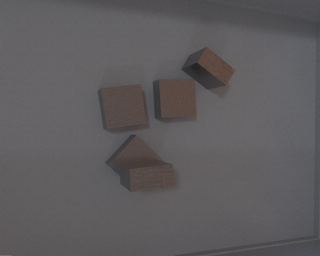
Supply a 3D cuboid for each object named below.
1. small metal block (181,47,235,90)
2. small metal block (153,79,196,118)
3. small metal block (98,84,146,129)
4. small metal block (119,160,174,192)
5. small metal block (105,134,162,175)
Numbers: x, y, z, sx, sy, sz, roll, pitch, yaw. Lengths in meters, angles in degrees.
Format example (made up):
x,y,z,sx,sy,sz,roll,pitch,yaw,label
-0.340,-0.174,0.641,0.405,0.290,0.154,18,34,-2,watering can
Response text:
x,y,z,sx,sy,sz,roll,pitch,yaw,label
0.064,-0.079,0.421,0.050,0.050,0.025,34,79,-17,small metal block
0.020,-0.039,0.418,0.050,0.025,0.050,-4,92,-20,small metal block
-0.048,-0.027,0.393,0.050,0.025,0.050,-9,93,-20,small metal block
-0.017,0.055,0.364,0.050,0.050,0.025,-4,92,-20,small metal block
-0.033,0.044,0.398,0.050,0.025,0.050,45,76,-15,small metal block
